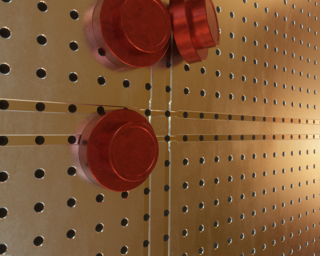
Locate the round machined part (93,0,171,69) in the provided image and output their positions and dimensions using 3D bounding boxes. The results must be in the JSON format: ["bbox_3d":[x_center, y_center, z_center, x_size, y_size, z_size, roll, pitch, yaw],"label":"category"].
[{"bbox_3d":[-0.026,-0.121,0.370,0.099,0.042,0.097,-3,95,-35],"label":"round machined part"}]

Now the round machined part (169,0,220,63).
[{"bbox_3d":[0.051,-0.138,0.414,0.098,0.042,0.098,-8,90,-66],"label":"round machined part"}]

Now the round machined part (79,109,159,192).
[{"bbox_3d":[-0.040,0.026,0.364,0.099,0.042,0.097,0,90,-40],"label":"round machined part"}]
